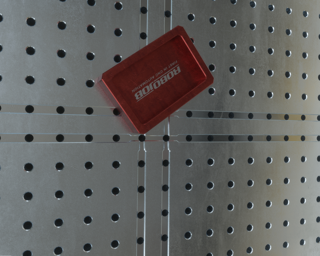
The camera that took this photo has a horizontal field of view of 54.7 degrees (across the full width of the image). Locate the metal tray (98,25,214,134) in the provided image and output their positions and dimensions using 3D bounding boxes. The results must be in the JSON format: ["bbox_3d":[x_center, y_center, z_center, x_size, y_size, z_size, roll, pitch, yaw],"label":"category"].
[{"bbox_3d":[-0.003,-0.063,0.409,0.131,0.030,0.090,-37,102,-17],"label":"metal tray"}]
